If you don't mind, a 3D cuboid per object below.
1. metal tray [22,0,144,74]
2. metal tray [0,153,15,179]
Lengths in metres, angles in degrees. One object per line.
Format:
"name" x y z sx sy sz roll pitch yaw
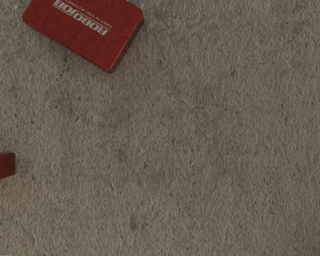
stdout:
"metal tray" -0.098 -0.142 0.406 0.130 0.030 0.090 31 90 0
"metal tray" -0.260 0.050 0.375 0.131 0.090 0.030 -1 90 0
